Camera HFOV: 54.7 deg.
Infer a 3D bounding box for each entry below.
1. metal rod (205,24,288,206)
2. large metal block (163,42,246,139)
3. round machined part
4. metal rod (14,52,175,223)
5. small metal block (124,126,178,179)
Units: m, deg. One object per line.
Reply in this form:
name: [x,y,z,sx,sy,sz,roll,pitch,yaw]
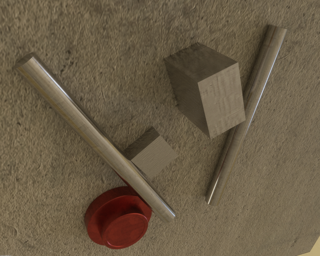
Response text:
metal rod: [0.124,-0.004,0.474,0.025,0.025,0.298,0,119,-29]
large metal block: [0.054,-0.047,0.373,0.050,0.080,0.080,-28,128,-11]
round machined part: [-0.056,0.137,0.451,0.099,0.042,0.097,-14,125,-21]
metal rod: [-0.059,0.034,0.383,0.025,0.025,0.300,-38,126,-3]
small metal block: [-0.011,0.034,0.423,0.050,0.025,0.050,-41,130,-1]
